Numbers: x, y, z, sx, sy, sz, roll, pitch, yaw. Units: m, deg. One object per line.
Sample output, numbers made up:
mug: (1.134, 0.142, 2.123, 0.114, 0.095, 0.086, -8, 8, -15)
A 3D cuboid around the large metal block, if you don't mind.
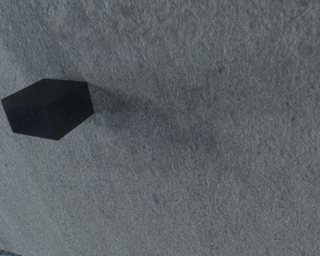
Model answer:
large metal block: (-0.153, -0.029, 0.431, 0.080, 0.080, 0.050, 8, 122, 24)
